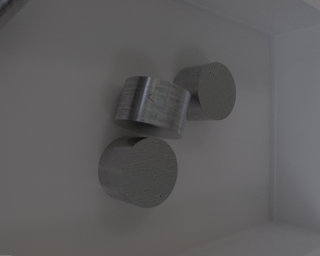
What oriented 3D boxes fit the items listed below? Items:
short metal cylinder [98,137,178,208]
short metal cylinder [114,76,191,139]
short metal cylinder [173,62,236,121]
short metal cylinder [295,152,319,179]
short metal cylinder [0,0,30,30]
[{"bbox_3d":[-0.025,0.050,0.369,0.081,0.050,0.080,0,90,-40],"label":"short metal cylinder"},{"bbox_3d":[-0.008,-0.021,0.364,0.080,0.080,0.050,22,76,-38],"label":"short metal cylinder"},{"bbox_3d":[0.064,-0.050,0.443,0.081,0.050,0.080,0,90,-40],"label":"short metal cylinder"},{"bbox_3d":[0.327,0.079,0.648,0.081,0.080,0.050,8,85,-40],"label":"short metal cylinder"},{"bbox_3d":[-0.151,-0.117,0.243,0.080,0.080,0.050,45,63,-31],"label":"short metal cylinder"}]
